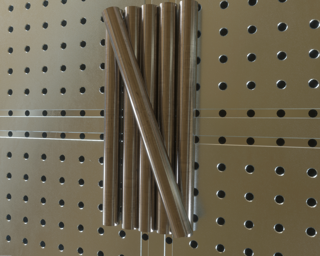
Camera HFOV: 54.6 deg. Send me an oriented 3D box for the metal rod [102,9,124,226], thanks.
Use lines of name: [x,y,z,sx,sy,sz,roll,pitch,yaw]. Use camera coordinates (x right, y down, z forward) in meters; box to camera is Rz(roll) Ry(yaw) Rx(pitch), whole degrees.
metal rod: [-0.066,-0.015,0.435,0.025,0.025,0.298,1,90,20]

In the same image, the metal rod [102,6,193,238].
metal rod: [-0.018,-0.012,0.393,0.025,0.025,0.299,-20,83,19]

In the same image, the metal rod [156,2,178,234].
metal rod: [0.009,-0.012,0.410,0.025,0.025,0.298,1,90,20]

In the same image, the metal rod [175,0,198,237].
metal rod: [0.034,-0.012,0.402,0.025,0.025,0.298,1,90,20]

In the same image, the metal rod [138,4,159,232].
metal rod: [-0.016,-0.013,0.417,0.025,0.025,0.298,1,90,20]

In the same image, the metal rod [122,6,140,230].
metal rod: [-0.038,-0.013,0.426,0.025,0.025,0.298,1,90,20]
